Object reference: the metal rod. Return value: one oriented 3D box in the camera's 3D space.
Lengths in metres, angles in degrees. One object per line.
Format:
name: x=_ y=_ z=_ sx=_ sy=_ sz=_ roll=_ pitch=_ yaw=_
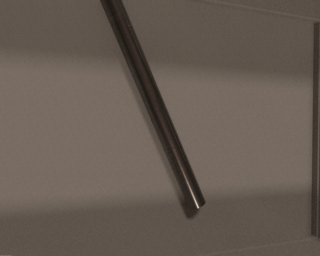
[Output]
metal rod: x=-0.006 y=-0.029 z=0.409 sx=0.025 sy=0.025 sz=0.299 roll=-26 pitch=99 yaw=-18
